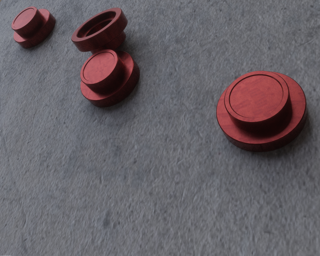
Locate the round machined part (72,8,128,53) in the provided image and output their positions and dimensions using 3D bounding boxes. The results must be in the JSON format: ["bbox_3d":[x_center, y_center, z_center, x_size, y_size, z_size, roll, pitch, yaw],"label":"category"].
[{"bbox_3d":[-0.098,-0.160,0.530,0.098,0.042,0.098,-19,40,17],"label":"round machined part"}]

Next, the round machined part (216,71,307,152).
[{"bbox_3d":[0.111,-0.025,0.350,0.098,0.042,0.098,-13,56,20],"label":"round machined part"}]

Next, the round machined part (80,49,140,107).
[{"bbox_3d":[-0.085,-0.085,0.488,0.098,0.042,0.098,-13,57,20],"label":"round machined part"}]

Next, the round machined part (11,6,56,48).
[{"bbox_3d":[-0.282,-0.225,0.675,0.098,0.042,0.098,-13,56,20],"label":"round machined part"}]
